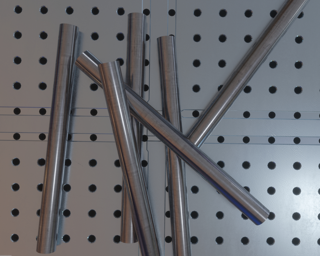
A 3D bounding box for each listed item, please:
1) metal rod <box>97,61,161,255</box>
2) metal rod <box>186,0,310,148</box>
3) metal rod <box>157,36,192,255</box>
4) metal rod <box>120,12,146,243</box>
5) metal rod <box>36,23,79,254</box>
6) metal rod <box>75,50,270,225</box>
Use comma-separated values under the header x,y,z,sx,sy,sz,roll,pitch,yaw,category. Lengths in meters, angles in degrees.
x,y,z,sx,sy,sz,roll,pitch,yaw,category
-0.031,0.069,0.384,0.025,0.025,0.298,-11,102,0,metal rod
0.131,-0.098,0.414,0.025,0.025,0.300,37,90,0,metal rod
0.019,0.029,0.413,0.025,0.025,0.298,-4,90,0,metal rod
-0.035,0.000,0.413,0.025,0.025,0.298,2,90,0,metal rod
-0.136,0.014,0.412,0.025,0.025,0.298,6,90,0,metal rod
0.015,0.012,0.387,0.300,0.025,0.025,41,90,0,metal rod
